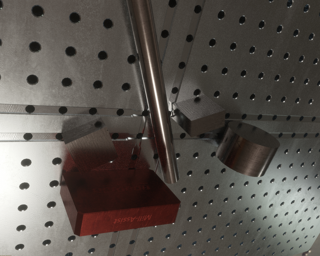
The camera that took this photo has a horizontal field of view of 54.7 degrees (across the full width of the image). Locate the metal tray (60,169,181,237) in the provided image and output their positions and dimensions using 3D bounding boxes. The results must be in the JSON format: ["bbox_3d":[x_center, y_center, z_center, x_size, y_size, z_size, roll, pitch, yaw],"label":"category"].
[{"bbox_3d":[-0.051,0.089,0.395,0.131,0.090,0.030,2,111,-30],"label":"metal tray"}]

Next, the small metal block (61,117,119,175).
[{"bbox_3d":[-0.085,0.022,0.380,0.050,0.025,0.050,-25,128,-14],"label":"small metal block"}]

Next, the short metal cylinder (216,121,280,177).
[{"bbox_3d":[0.132,0.030,0.469,0.081,0.080,0.050,5,116,-31],"label":"short metal cylinder"}]

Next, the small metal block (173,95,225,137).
[{"bbox_3d":[0.051,-0.017,0.414,0.050,0.050,0.025,-17,126,-19],"label":"small metal block"}]

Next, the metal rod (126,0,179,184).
[{"bbox_3d":[-0.005,-0.044,0.382,0.025,0.025,0.298,-22,127,-16],"label":"metal rod"}]
